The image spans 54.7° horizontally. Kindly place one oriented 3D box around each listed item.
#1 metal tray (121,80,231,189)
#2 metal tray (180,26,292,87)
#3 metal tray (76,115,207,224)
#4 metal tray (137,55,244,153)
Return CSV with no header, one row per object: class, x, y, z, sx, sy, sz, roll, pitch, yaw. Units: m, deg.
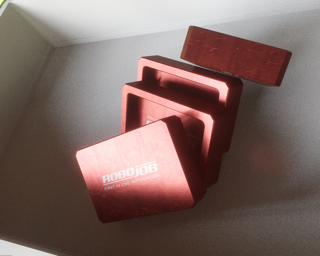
metal tray,0.010,0.005,0.354,0.130,0.030,0.089,24,119,36
metal tray,0.080,-0.071,0.326,0.090,0.130,0.030,19,102,12
metal tray,-0.025,0.048,0.337,0.130,0.030,0.090,-20,89,32
metal tray,0.027,-0.029,0.370,0.130,0.030,0.089,25,120,36
